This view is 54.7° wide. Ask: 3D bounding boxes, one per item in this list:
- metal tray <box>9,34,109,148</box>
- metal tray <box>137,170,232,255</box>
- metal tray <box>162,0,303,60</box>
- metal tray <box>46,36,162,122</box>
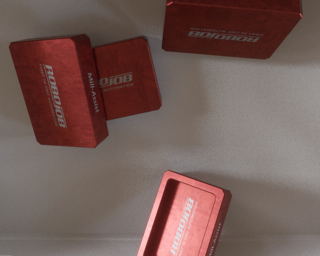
[{"bbox_3d":[-0.118,-0.042,0.371,0.090,0.030,0.129,2,114,21],"label":"metal tray"},{"bbox_3d":[0.030,0.130,0.405,0.090,0.030,0.129,15,83,33],"label":"metal tray"},{"bbox_3d":[0.070,-0.114,0.335,0.131,0.090,0.030,4,74,-2],"label":"metal tray"},{"bbox_3d":[-0.070,-0.056,0.387,0.131,0.030,0.089,-12,110,4],"label":"metal tray"}]
